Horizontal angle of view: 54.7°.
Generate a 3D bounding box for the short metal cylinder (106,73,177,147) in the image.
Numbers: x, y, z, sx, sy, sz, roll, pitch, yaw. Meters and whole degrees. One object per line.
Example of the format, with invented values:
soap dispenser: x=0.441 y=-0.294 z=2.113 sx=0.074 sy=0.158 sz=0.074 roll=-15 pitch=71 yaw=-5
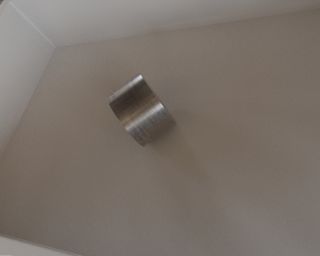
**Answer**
short metal cylinder: x=-0.022 y=-0.023 z=0.392 sx=0.050 sy=0.080 sz=0.080 roll=-36 pitch=51 yaw=4
